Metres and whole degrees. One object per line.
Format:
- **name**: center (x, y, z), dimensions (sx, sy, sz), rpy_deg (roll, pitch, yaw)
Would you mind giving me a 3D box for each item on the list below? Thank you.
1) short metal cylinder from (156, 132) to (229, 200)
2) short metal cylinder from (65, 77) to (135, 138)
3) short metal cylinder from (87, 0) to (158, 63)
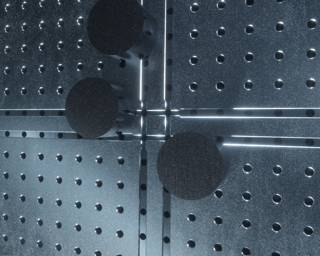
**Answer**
- **short metal cylinder**: center (0.042, 0.044, 0.384), dimensions (0.080, 0.050, 0.079), rpy_deg (0, 90, 19)
- **short metal cylinder**: center (-0.081, -0.027, 0.427), dimensions (0.080, 0.050, 0.079), rpy_deg (0, 90, 19)
- **short metal cylinder**: center (-0.049, -0.132, 0.416), dimensions (0.080, 0.050, 0.079), rpy_deg (0, 90, 19)
